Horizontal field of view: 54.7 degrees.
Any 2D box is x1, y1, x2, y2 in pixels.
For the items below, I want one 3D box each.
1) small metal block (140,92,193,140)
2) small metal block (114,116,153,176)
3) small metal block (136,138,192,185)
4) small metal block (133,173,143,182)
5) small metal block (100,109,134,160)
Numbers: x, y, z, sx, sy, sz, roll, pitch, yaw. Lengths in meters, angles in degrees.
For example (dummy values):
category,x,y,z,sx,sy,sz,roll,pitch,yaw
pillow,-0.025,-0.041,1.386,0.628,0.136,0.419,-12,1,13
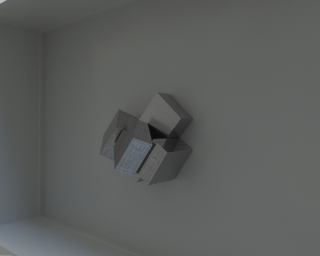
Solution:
category,x,y,z,sx,sy,sz,roll,pitch,yaw
small metal block,0.006,-0.010,0.398,0.050,0.025,0.050,50,119,28
small metal block,-0.035,0.022,0.383,0.050,0.025,0.050,-59,23,23
small metal block,0.005,0.040,0.382,0.025,0.050,0.050,43,116,31
small metal block,-0.024,0.037,0.422,0.050,0.025,0.050,50,119,28
small metal block,-0.060,0.010,0.436,0.050,0.025,0.050,-55,20,26
